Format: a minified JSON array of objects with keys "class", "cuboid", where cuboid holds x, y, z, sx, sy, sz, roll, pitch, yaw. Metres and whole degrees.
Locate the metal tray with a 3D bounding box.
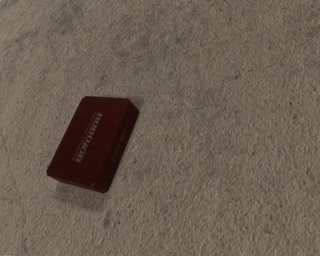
[{"class":"metal tray","cuboid":[-0.093,0.018,0.436,0.090,0.030,0.130,6,65,30]}]
